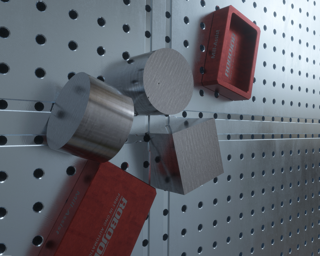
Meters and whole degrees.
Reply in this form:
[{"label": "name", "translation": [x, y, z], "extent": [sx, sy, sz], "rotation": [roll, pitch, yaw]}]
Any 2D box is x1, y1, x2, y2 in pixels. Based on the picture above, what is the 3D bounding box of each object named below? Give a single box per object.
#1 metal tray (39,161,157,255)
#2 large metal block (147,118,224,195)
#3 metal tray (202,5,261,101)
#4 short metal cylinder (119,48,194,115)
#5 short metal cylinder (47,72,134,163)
[{"label": "metal tray", "translation": [-0.067, 0.111, 0.350], "extent": [0.090, 0.030, 0.130], "rotation": [37, 67, -34]}, {"label": "large metal block", "translation": [0.036, 0.035, 0.423], "extent": [0.081, 0.050, 0.079], "rotation": [-19, 103, -38]}, {"label": "metal tray", "translation": [0.119, -0.118, 0.504], "extent": [0.091, 0.030, 0.129], "rotation": [18, 79, -39]}, {"label": "short metal cylinder", "translation": [-0.004, -0.056, 0.389], "extent": [0.081, 0.050, 0.079], "rotation": [0, 90, -40]}, {"label": "short metal cylinder", "translation": [-0.071, -0.009, 0.313], "extent": [0.050, 0.080, 0.080], "rotation": [24, 75, -38]}]
